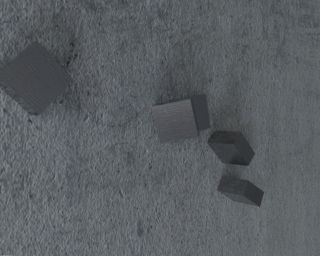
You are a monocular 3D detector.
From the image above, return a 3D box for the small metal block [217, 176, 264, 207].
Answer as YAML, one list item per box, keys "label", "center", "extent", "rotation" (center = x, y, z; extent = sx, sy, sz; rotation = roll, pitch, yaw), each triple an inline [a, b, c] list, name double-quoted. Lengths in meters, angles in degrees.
- label: "small metal block"
  center: [0.129, 0.102, 0.497]
  extent: [0.050, 0.050, 0.025]
  rotation: [36, 68, -34]

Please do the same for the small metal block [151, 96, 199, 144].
- label: "small metal block"
  center: [0.021, -0.010, 0.403]
  extent: [0.025, 0.050, 0.050]
  rotation: [-52, 130, -72]

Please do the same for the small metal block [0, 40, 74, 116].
- label: "small metal block"
  center: [-0.123, -0.047, 0.301]
  extent: [0.050, 0.025, 0.050]
  rotation: [50, 61, -28]

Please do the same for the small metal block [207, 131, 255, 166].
- label: "small metal block"
  center: [0.111, 0.031, 0.481]
  extent: [0.050, 0.050, 0.025]
  rotation: [51, 60, -28]

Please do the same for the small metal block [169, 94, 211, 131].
- label: "small metal block"
  center: [0.043, -0.020, 0.440]
  extent: [0.050, 0.025, 0.050]
  rotation: [-15, 100, -39]
